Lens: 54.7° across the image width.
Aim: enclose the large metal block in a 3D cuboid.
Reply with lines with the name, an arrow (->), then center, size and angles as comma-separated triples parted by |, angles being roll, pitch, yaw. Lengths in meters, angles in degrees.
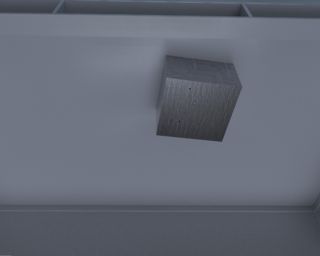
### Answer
large metal block -> 0.041, -0.033, 0.365 | 0.081, 0.050, 0.079 | 6, 130, -6
